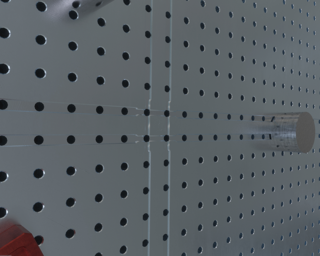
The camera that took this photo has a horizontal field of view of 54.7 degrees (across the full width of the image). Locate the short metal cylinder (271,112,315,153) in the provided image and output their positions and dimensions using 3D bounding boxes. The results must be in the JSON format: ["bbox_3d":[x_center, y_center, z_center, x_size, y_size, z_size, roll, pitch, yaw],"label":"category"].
[{"bbox_3d":[0.265,0.008,0.614,0.081,0.050,0.080,0,90,-40],"label":"short metal cylinder"}]

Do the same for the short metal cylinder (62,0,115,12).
[{"bbox_3d":[-0.074,-0.172,0.330,0.081,0.050,0.080,0,90,-40],"label":"short metal cylinder"}]

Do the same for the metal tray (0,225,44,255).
[{"bbox_3d":[-0.140,0.171,0.288,0.091,0.030,0.129,-32,110,-35],"label":"metal tray"}]
